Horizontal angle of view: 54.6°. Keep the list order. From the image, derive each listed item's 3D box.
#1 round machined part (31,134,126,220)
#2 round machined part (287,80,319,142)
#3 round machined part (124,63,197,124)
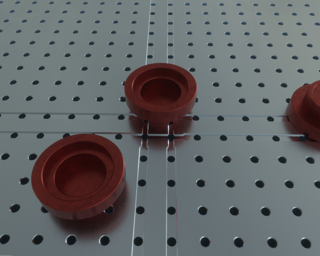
[{"bbox_3d":[-0.088,0.057,0.349,0.099,0.042,0.098,0,50,0],"label":"round machined part"},{"bbox_3d":[0.230,-0.029,0.422,0.099,0.042,0.098,0,50,0],"label":"round machined part"},{"bbox_3d":[0.001,-0.044,0.434,0.099,0.042,0.098,0,50,0],"label":"round machined part"}]
